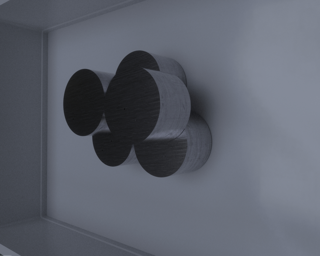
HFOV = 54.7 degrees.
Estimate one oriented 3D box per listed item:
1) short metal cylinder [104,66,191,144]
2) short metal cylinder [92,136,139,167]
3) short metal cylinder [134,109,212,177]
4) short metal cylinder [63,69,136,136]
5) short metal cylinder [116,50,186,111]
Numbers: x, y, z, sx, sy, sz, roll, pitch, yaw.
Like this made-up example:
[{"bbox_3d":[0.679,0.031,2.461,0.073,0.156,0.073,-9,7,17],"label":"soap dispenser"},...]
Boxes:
[{"bbox_3d":[-0.014,-0.023,0.334,0.080,0.050,0.080,0,90,40],"label":"short metal cylinder"},{"bbox_3d":[-0.048,0.011,0.428,0.080,0.050,0.080,0,90,40],"label":"short metal cylinder"},{"bbox_3d":[0.015,0.017,0.376,0.080,0.050,0.080,0,90,40],"label":"short metal cylinder"},{"bbox_3d":[-0.076,-0.030,0.386,0.080,0.050,0.080,0,90,40],"label":"short metal cylinder"},{"bbox_3d":[-0.013,-0.055,0.400,0.080,0.050,0.080,0,90,40],"label":"short metal cylinder"}]
